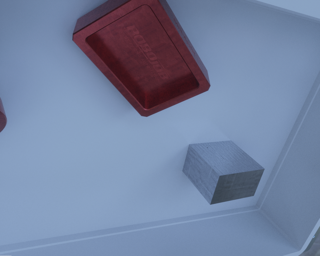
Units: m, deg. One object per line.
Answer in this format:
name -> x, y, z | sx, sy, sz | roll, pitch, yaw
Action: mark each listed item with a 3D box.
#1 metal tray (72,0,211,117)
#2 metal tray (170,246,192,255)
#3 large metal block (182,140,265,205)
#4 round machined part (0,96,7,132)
metal tray -> -0.014, -0.075, 0.327 | 0.090, 0.030, 0.130 | -23, 133, 21
metal tray -> 0.039, 0.300, 0.617 | 0.090, 0.030, 0.130 | -33, 129, -7
large metal block -> 0.092, 0.063, 0.465 | 0.081, 0.080, 0.050 | -3, 120, -27
round machined part -> -0.189, -0.015, 0.265 | 0.099, 0.042, 0.098 | -21, 165, -6
